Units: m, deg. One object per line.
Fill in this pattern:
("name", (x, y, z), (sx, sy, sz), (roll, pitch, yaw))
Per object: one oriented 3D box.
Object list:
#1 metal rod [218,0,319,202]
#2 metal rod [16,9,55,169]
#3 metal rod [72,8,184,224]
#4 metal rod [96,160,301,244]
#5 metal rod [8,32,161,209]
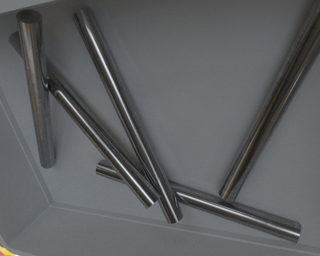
("metal rod", (0.123, -0.026, 0.327), (0.025, 0.025, 0.298), (25, 128, 12))
("metal rod", (-0.169, -0.028, 0.439), (0.025, 0.025, 0.298), (30, 141, 9))
("metal rod", (-0.037, -0.006, 0.406), (0.025, 0.025, 0.299), (-15, 106, 34))
("metal rod", (0.041, 0.100, 0.448), (0.301, 0.025, 0.025), (15, 125, 19))
("metal rod", (-0.105, -0.015, 0.423), (0.300, 0.025, 0.025), (49, 129, 6))
